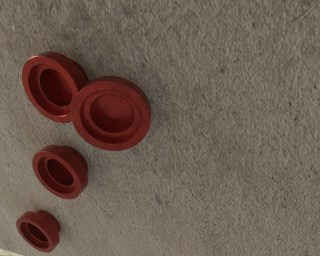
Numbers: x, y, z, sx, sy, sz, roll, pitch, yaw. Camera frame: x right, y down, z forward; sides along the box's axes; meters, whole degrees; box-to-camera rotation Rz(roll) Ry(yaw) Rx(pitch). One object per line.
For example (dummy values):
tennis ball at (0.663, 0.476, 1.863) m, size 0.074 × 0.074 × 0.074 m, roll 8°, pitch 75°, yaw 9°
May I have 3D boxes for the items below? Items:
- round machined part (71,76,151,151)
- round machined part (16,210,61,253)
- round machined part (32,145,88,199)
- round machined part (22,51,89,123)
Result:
round machined part at (-0.060, -0.022, 0.400) m, size 0.099 × 0.042 × 0.097 m, roll 1°, pitch 120°, yaw 2°
round machined part at (-0.254, 0.215, 0.663) m, size 0.098 × 0.042 × 0.097 m, roll 13°, pitch 124°, yaw 21°
round machined part at (-0.162, 0.069, 0.524) m, size 0.098 × 0.042 × 0.097 m, roll 13°, pitch 124°, yaw 21°
round machined part at (-0.139, -0.059, 0.432) m, size 0.098 × 0.042 × 0.097 m, roll 13°, pitch 124°, yaw 21°
